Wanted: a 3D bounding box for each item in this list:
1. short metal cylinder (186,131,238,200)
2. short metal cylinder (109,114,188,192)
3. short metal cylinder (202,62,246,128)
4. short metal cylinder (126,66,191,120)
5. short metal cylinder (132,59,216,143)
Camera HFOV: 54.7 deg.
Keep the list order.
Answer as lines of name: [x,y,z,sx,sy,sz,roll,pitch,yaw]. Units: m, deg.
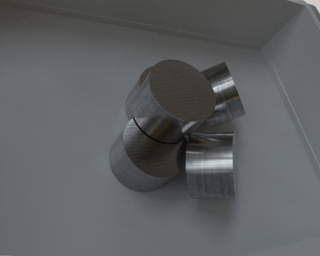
short metal cylinder: [0.064,0.044,0.369,0.050,0.080,0.080,-2,53,17]
short metal cylinder: [-0.013,0.029,0.365,0.081,0.050,0.080,14,56,-21]
short metal cylinder: [0.081,-0.046,0.435,0.080,0.050,0.080,-22,90,-78]
short metal cylinder: [0.001,-0.035,0.411,0.081,0.050,0.080,14,56,-21]
short metal cylinder: [0.015,-0.030,0.349,0.081,0.050,0.080,14,56,-21]
